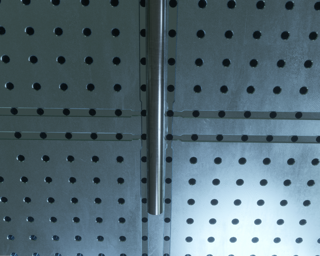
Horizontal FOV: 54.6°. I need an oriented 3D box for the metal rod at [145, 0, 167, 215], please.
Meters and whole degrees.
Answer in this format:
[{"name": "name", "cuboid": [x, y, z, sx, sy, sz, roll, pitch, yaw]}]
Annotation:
[{"name": "metal rod", "cuboid": [-0.006, -0.019, 0.407, 0.025, 0.025, 0.298, 0, 110, 0]}]
